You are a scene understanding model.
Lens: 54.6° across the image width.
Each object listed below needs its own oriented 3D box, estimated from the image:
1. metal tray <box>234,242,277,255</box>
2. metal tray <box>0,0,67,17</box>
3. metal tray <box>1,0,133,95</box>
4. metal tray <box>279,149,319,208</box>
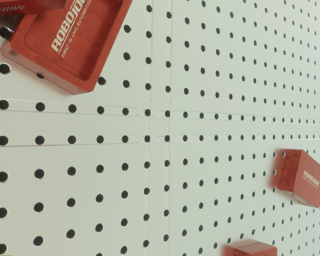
[{"bbox_3d":[0.166,0.276,0.544,0.091,0.030,0.129,8,85,-40],"label":"metal tray"},{"bbox_3d":[-0.151,-0.140,0.254,0.131,0.030,0.090,-20,93,-27],"label":"metal tray"},{"bbox_3d":[-0.092,-0.112,0.327,0.090,0.030,0.130,31,71,-36],"label":"metal tray"},{"bbox_3d":[0.308,0.109,0.662,0.130,0.030,0.090,31,71,-36],"label":"metal tray"}]
